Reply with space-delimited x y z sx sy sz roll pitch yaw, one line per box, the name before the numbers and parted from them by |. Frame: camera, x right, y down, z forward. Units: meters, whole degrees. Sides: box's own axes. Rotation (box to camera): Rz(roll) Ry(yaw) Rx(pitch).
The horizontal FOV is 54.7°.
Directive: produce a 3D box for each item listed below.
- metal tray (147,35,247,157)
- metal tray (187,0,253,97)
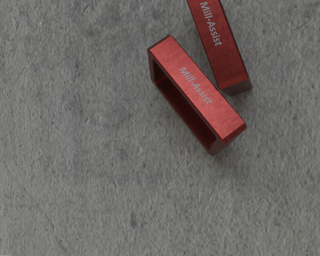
metal tray | 0.037 -0.033 0.358 0.030 0.090 0.130 -36 78 -7
metal tray | 0.066 -0.104 0.350 0.030 0.090 0.129 -21 83 19
